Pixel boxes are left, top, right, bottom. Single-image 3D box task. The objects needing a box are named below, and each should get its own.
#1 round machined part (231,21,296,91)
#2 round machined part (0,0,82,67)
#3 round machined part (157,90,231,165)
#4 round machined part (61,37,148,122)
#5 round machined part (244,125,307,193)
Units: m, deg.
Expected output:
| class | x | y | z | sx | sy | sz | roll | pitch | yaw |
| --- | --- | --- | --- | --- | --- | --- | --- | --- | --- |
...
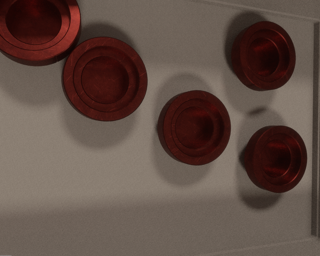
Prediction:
| class | x | y | z | sx | sy | sz | roll | pitch | yaw |
| --- | --- | --- | --- | --- | --- | --- | --- | --- | --- |
| round machined part | 0.147 | -0.103 | 0.457 | 0.099 | 0.042 | 0.097 | 0 | 90 | -21 |
| round machined part | -0.138 | -0.115 | 0.345 | 0.099 | 0.042 | 0.097 | 2 | 83 | -13 |
| round machined part | 0.042 | 0.000 | 0.418 | 0.099 | 0.042 | 0.097 | 0 | 90 | -21 |
| round machined part | -0.068 | -0.057 | 0.375 | 0.099 | 0.042 | 0.097 | -1 | 92 | -22 |
| round machined part | 0.168 | 0.045 | 0.465 | 0.099 | 0.042 | 0.097 | 0 | 90 | -21 |
